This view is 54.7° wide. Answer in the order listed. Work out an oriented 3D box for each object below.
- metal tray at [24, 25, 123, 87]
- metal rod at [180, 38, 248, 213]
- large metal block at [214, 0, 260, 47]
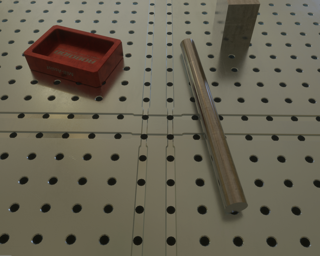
[{"bbox_3d":[-0.137,-0.120,0.503,0.130,0.030,0.090,17,52,13],"label":"metal tray"},{"bbox_3d":[0.065,-0.028,0.431,0.025,0.025,0.300,-5,50,-5],"label":"metal rod"},{"bbox_3d":[0.130,-0.198,0.539,0.050,0.080,0.080,-2,50,-2],"label":"large metal block"}]
